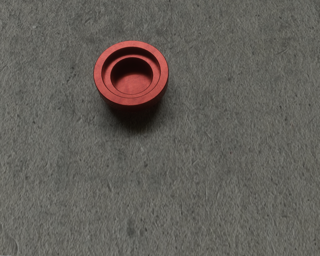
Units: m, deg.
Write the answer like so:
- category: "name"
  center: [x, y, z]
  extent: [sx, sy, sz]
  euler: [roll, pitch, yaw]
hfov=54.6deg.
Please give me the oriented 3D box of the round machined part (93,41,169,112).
- category: "round machined part"
  center: [-0.038, -0.066, 0.423]
  extent: [0.099, 0.042, 0.098]
  euler: [0, 70, 0]
